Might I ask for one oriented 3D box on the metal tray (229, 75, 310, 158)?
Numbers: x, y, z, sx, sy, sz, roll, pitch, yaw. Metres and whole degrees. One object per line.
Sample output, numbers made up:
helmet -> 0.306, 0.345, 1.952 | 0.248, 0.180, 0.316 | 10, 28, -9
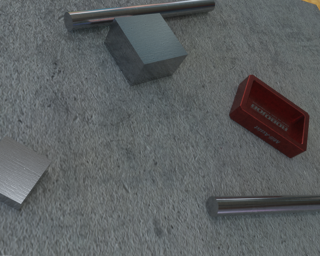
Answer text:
metal tray -> 0.185, -0.020, 0.515 | 0.130, 0.030, 0.090 | 33, 51, -7

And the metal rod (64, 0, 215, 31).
metal rod -> -0.014, -0.194, 0.515 | 0.302, 0.025, 0.025 | -23, 74, -37

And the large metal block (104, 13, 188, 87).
large metal block -> -0.021, -0.115, 0.448 | 0.081, 0.050, 0.080 | -22, 74, -36

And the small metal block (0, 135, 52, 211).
small metal block -> -0.143, 0.044, 0.300 | 0.050, 0.025, 0.050 | 32, 51, -8

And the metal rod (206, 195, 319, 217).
metal rod -> 0.200, 0.109, 0.447 | 0.302, 0.025, 0.025 | 5, 59, -26
